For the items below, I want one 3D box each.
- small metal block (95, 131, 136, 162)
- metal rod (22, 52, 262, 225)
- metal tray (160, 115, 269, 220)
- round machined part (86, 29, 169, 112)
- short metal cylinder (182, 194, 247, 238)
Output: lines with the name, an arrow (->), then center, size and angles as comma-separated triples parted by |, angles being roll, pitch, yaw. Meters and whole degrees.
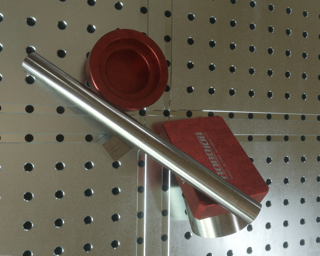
small metal block -> -0.048, 0.014, 0.382 | 0.050, 0.050, 0.025 | -38, 103, -16
metal rod -> -0.026, 0.006, 0.339 | 0.301, 0.025, 0.025 | 34, 78, 8
metal tray -> 0.063, 0.043, 0.390 | 0.091, 0.130, 0.030 | -7, 138, -20
round machined part -> -0.043, -0.068, 0.384 | 0.099, 0.042, 0.097 | 3, 84, -25
short metal cylinder -> 0.075, 0.103, 0.413 | 0.081, 0.080, 0.050 | -18, 97, -19
